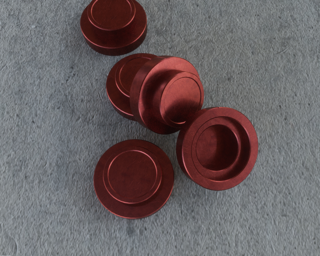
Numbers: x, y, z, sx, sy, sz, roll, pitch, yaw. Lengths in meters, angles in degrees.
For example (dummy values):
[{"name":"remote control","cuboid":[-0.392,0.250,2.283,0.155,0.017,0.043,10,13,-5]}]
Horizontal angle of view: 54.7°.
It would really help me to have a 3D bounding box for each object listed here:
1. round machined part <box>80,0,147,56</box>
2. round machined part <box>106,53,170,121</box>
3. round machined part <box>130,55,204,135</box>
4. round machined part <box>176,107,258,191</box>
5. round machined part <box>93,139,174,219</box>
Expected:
[{"name":"round machined part","cuboid":[-0.069,-0.160,0.457,0.099,0.042,0.098,0,70,0]},{"name":"round machined part","cuboid":[-0.024,-0.061,0.421,0.099,0.042,0.098,0,70,0]},{"name":"round machined part","cuboid":[0.016,-0.038,0.381,0.098,0.098,0.042,-47,38,-15]},{"name":"round machined part","cuboid":[0.065,0.023,0.377,0.099,0.042,0.097,-1,94,-18]},{"name":"round machined part","cuboid":[-0.032,0.060,0.377,0.099,0.042,0.098,0,70,0]}]
